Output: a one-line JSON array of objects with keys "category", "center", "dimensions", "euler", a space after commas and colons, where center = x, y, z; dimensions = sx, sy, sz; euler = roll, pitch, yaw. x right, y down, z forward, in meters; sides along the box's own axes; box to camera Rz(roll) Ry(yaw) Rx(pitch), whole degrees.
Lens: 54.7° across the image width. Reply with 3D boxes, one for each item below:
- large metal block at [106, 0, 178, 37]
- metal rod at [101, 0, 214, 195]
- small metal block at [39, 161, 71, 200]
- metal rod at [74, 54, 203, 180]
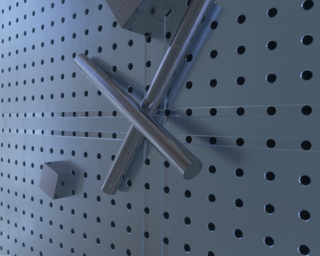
[{"category": "large metal block", "center": [-0.026, -0.185, 0.413], "dimensions": [0.080, 0.050, 0.080], "euler": [-42, 65, 31]}, {"category": "metal rod", "center": [-0.013, -0.030, 0.417], "dimensions": [0.025, 0.025, 0.298], "euler": [41, 115, 32]}, {"category": "small metal block", "center": [-0.192, 0.095, 0.565], "dimensions": [0.050, 0.025, 0.050], "euler": [25, 106, 37]}, {"category": "metal rod", "center": [-0.048, -0.034, 0.417], "dimensions": [0.300, 0.025, 0.025], "euler": [43, 116, 41]}]
